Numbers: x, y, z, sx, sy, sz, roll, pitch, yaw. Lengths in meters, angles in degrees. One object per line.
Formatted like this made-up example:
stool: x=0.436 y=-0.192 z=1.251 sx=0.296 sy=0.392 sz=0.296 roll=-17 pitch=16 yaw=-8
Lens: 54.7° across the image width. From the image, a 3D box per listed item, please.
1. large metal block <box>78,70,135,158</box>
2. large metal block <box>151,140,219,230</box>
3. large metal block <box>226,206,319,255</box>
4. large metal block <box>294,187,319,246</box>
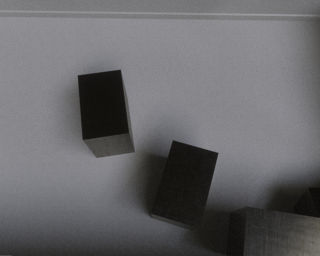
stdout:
large metal block: x=-0.064 y=-0.014 z=0.385 sx=0.050 sy=0.080 sz=0.080 roll=-9 pitch=70 yaw=-3
large metal block: x=0.027 y=0.069 z=0.355 sx=0.050 sy=0.080 sz=0.080 roll=16 pitch=71 yaw=6
large metal block: x=0.123 y=0.121 z=0.337 sx=0.080 sy=0.080 sz=0.050 roll=9 pitch=70 yaw=3
large metal block: x=0.209 y=0.113 z=0.344 sx=0.081 sy=0.050 sz=0.080 roll=-1 pitch=51 yaw=-1
